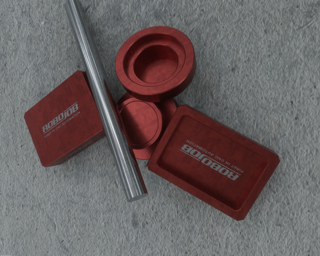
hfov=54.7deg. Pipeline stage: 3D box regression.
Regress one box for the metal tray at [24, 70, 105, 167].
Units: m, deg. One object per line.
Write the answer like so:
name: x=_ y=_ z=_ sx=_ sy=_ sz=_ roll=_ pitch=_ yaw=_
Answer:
metal tray: x=-0.131 y=-0.011 z=0.442 sx=0.130 sy=0.030 sz=0.090 roll=-31 pitch=77 yaw=26

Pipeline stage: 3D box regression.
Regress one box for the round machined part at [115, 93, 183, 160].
round machined part: x=-0.022 y=-0.007 z=0.409 sx=0.098 sy=0.042 sz=0.097 roll=0 pitch=90 yaw=20

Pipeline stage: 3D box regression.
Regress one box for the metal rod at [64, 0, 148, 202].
metal rod: x=-0.076 y=-0.051 z=0.402 sx=0.025 sy=0.025 sz=0.299 roll=-29 pitch=68 yaw=17

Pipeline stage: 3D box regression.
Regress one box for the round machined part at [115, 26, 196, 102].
round machined part: x=-0.003 y=-0.076 z=0.391 sx=0.098 sy=0.042 sz=0.098 roll=-4 pitch=67 yaw=11

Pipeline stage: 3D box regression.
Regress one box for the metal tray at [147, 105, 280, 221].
metal tray: x=0.062 y=0.039 z=0.374 sx=0.130 sy=0.030 sz=0.090 roll=29 pitch=99 yaw=7
